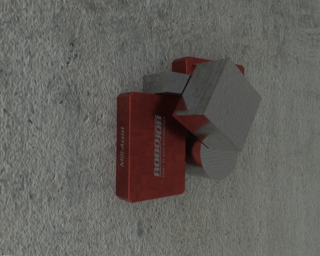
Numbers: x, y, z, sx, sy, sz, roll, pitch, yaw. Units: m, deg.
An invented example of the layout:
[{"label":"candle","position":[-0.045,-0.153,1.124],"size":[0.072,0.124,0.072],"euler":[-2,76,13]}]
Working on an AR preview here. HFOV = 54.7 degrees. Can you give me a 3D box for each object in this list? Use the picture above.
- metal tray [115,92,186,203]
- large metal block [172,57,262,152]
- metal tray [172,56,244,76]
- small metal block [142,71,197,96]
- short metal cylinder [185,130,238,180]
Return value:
[{"label":"metal tray","position":[-0.010,0.023,0.396],"size":[0.091,0.030,0.129],"euler":[1,90,-40]},{"label":"large metal block","position":[0.073,-0.027,0.384],"size":[0.080,0.050,0.080],"euler":[40,66,-33]},{"label":"metal tray","position":[0.077,-0.054,0.466],"size":[0.131,0.030,0.089],"euler":[-2,92,-40]},{"label":"small metal block","position":[0.012,-0.055,0.400],"size":[0.050,0.050,0.025],"euler":[1,90,-40]},{"label":"short metal cylinder","position":[0.068,0.032,0.446],"size":[0.081,0.050,0.080],"euler":[0,91,-39]}]
